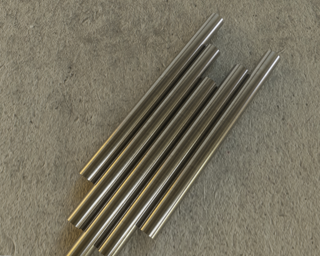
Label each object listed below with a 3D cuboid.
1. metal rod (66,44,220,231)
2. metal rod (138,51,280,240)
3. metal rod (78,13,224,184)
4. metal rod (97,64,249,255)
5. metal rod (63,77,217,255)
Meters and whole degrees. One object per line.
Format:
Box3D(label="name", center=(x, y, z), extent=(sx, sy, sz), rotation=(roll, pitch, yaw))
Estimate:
Box3D(label="metal rod", center=(-0.012, 0.001, 0.409), extent=(0.025, 0.025, 0.300), rotation=(35, 73, 11))
Box3D(label="metal rod", center=(0.073, 0.011, 0.406), extent=(0.025, 0.025, 0.300), rotation=(35, 73, 11))
Box3D(label="metal rod", center=(-0.003, -0.051, 0.428), extent=(0.025, 0.025, 0.300), rotation=(35, 73, 11))
Box3D(label="metal rod", center=(0.026, 0.032, 0.398), extent=(0.025, 0.025, 0.300), rotation=(35, 73, 11))
Box3D(label="metal rod", center=(-0.019, 0.050, 0.391), extent=(0.025, 0.025, 0.300), rotation=(35, 73, 11))
